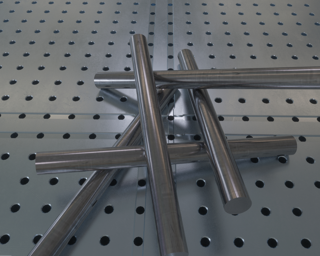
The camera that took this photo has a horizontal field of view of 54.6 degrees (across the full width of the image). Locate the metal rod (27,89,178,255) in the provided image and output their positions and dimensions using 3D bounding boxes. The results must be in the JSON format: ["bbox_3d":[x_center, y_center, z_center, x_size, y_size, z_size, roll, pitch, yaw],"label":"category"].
[{"bbox_3d":[-0.049,0.030,0.382,0.025,0.025,0.301,22,53,17],"label":"metal rod"}]

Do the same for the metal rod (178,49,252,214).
[{"bbox_3d":[0.055,-0.024,0.392,0.025,0.025,0.300,-4,39,-4],"label":"metal rod"}]

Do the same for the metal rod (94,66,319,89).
[{"bbox_3d":[0.042,-0.063,0.402,0.300,0.025,0.025,4,48,27],"label":"metal rod"}]

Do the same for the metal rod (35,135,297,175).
[{"bbox_3d":[0.017,0.030,0.361,0.302,0.025,0.025,-3,50,-12],"label":"metal rod"}]

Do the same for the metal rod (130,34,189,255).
[{"bbox_3d":[-0.010,-0.008,0.353,0.025,0.025,0.300,-6,52,-5],"label":"metal rod"}]
